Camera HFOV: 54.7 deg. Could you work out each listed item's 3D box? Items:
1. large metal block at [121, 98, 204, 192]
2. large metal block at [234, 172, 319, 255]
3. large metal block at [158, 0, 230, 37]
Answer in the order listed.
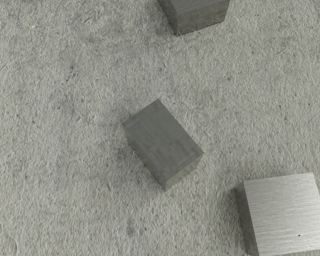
[{"bbox_3d":[0.002,0.024,0.370,0.050,0.080,0.080,-36,74,-12],"label":"large metal block"},{"bbox_3d":[0.138,0.100,0.359,0.081,0.050,0.080,-7,70,-3],"label":"large metal block"},{"bbox_3d":[0.047,-0.195,0.466,0.080,0.050,0.080,-20,71,-7],"label":"large metal block"}]
